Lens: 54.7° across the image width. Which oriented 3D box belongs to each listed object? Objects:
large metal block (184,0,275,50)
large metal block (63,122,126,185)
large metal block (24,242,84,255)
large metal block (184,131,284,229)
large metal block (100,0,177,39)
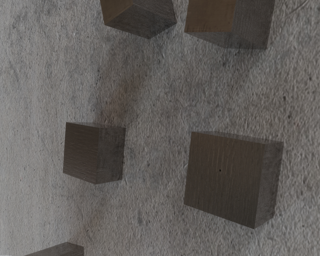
[{"bbox_3d":[0.074,-0.127,0.308,0.050,0.081,0.079,14,99,39],"label":"large metal block"},{"bbox_3d":[-0.101,0.035,0.472,0.080,0.050,0.079,8,95,39],"label":"large metal block"},{"bbox_3d":[-0.173,0.245,0.513,0.050,0.081,0.080,-5,87,40],"label":"large metal block"},{"bbox_3d":[0.076,0.048,0.326,0.080,0.050,0.079,10,96,39],"label":"large metal block"},{"bbox_3d":[-0.030,-0.169,0.394,0.050,0.081,0.080,-19,78,38],"label":"large metal block"}]
